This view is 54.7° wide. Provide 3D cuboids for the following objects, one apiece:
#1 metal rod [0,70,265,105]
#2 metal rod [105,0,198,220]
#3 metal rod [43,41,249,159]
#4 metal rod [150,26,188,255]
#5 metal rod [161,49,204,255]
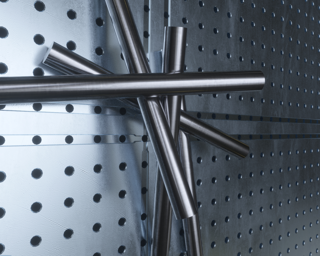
[{"bbox_3d":[-0.029,-0.043,0.314,0.303,0.025,0.025,-5,94,-18],"label":"metal rod"},{"bbox_3d":[-0.018,-0.047,0.346,0.025,0.025,0.299,-14,84,-39],"label":"metal rod"},{"bbox_3d":[0.005,-0.021,0.389,0.302,0.025,0.025,25,74,-29],"label":"metal rod"},{"bbox_3d":[0.008,0.034,0.376,0.025,0.025,0.298,-8,108,-40],"label":"metal rod"},{"bbox_3d":[0.033,0.039,0.438,0.025,0.025,0.298,-13,98,-40],"label":"metal rod"}]
